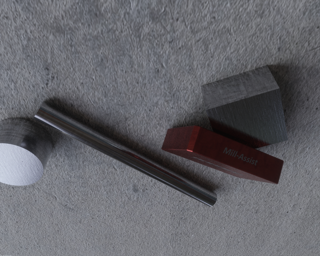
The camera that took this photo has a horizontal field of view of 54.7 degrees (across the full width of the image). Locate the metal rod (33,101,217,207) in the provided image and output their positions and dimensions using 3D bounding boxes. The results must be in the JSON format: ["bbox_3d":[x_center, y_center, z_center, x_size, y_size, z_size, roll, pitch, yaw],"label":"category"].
[{"bbox_3d":[-0.034,0.047,0.446,0.301,0.025,0.025,31,124,-24],"label":"metal rod"}]

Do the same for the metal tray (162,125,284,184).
[{"bbox_3d":[0.078,0.035,0.400,0.131,0.030,0.090,21,170,-18],"label":"metal tray"}]

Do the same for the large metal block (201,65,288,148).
[{"bbox_3d":[0.102,-0.019,0.377,0.080,0.050,0.080,-17,129,13],"label":"large metal block"}]

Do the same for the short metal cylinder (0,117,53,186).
[{"bbox_3d":[-0.191,0.032,0.416,0.081,0.050,0.079,0,130,0],"label":"short metal cylinder"}]
